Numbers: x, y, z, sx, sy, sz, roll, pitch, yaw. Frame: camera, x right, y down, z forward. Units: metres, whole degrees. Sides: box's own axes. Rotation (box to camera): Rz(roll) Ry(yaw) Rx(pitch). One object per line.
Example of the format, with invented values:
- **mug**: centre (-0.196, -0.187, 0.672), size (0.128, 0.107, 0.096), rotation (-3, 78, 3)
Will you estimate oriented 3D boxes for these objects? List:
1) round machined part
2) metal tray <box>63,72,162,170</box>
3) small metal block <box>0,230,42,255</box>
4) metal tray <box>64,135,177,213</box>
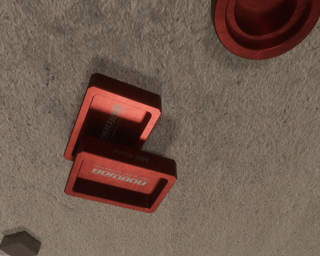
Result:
- **round machined part**: centre (0.098, -0.119, 0.296), size (0.099, 0.042, 0.097), rotation (-1, 130, 0)
- **metal tray**: centre (-0.064, 0.001, 0.403), size (0.091, 0.030, 0.129), rotation (19, 128, -16)
- **small metal block**: centre (-0.268, 0.227, 0.596), size (0.050, 0.025, 0.050), rotation (-18, 128, 14)
- **metal tray**: centre (-0.053, 0.067, 0.419), size (0.131, 0.030, 0.089), rotation (17, 128, -15)
